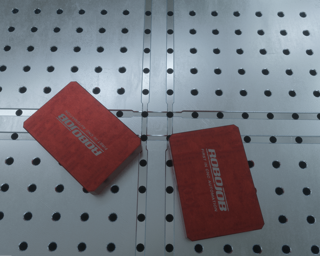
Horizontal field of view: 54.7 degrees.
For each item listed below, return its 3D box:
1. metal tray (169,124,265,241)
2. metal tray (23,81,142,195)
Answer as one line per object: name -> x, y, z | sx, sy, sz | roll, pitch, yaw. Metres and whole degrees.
metal tray -> 0.065, 0.066, 0.385 | 0.091, 0.030, 0.130 | -9, 70, -4
metal tray -> -0.099, 0.011, 0.404 | 0.130, 0.030, 0.090 | 41, 75, 13
